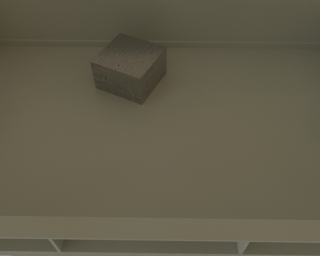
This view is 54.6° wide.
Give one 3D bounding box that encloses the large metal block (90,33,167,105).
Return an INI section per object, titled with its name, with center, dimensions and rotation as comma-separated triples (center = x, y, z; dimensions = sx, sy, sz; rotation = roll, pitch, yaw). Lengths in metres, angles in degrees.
[large metal block]
center = -0.044, -0.090, 0.465
dimensions = 0.080, 0.050, 0.080
rotation = 21, 53, 17
